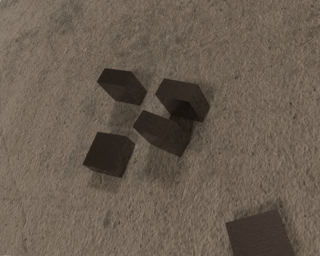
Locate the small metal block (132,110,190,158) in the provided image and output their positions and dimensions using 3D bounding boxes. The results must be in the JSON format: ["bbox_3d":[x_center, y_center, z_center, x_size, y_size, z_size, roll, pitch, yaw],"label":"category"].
[{"bbox_3d":[0.003,0.007,0.381,0.050,0.050,0.025,22,74,35],"label":"small metal block"}]

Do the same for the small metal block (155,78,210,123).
[{"bbox_3d":[0.030,-0.035,0.393,0.050,0.050,0.025,16,71,34],"label":"small metal block"}]

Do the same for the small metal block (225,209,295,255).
[{"bbox_3d":[0.094,0.109,0.287,0.050,0.025,0.050,-21,54,15],"label":"small metal block"}]

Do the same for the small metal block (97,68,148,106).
[{"bbox_3d":[-0.054,-0.060,0.451,0.050,0.050,0.025,13,69,33],"label":"small metal block"}]

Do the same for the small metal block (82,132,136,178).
[{"bbox_3d":[-0.068,0.035,0.416,0.050,0.025,0.050,7,65,31],"label":"small metal block"}]
